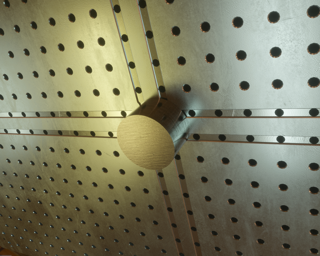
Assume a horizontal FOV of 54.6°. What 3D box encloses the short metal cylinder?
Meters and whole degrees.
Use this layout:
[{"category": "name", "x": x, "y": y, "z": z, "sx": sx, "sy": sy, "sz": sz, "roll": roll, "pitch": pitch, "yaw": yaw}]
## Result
[{"category": "short metal cylinder", "x": -0.008, "y": 0.008, "z": 0.405, "sx": 0.080, "sy": 0.050, "sz": 0.080, "roll": 13, "pitch": 124, "yaw": 21}]
